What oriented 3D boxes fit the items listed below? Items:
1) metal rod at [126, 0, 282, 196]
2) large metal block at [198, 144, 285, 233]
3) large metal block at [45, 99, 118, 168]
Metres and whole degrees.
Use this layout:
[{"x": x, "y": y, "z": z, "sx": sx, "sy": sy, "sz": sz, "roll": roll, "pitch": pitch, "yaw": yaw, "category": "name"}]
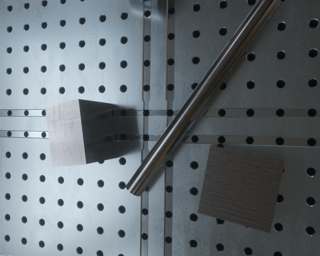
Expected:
[{"x": 0.048, "y": -0.034, "z": 0.395, "sx": 0.025, "sy": 0.025, "sz": 0.299, "roll": 39, "pitch": 102, "yaw": 16, "category": "metal rod"}, {"x": 0.096, "y": 0.066, "z": 0.365, "sx": 0.080, "sy": 0.050, "sz": 0.079, "roll": 11, "pitch": 94, "yaw": 19, "category": "large metal block"}, {"x": -0.103, "y": 0.007, "z": 0.420, "sx": 0.050, "sy": 0.080, "sz": 0.080, "roll": -8, "pitch": 87, "yaw": 20, "category": "large metal block"}]
